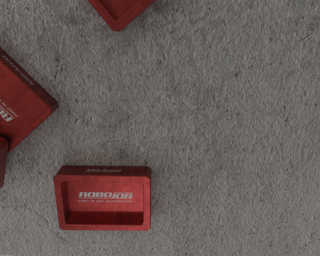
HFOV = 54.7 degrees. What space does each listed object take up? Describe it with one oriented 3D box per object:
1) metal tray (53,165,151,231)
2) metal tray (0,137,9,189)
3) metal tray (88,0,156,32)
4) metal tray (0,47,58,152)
[{"bbox_3d":[-0.078,0.101,0.443,0.131,0.030,0.089,1,110,-1],"label":"metal tray"},{"bbox_3d":[-0.267,0.031,0.397,0.131,0.030,0.089,23,123,-2],"label":"metal tray"},{"bbox_3d":[-0.027,-0.182,0.339,0.130,0.030,0.090,-37,106,12],"label":"metal tray"},{"bbox_3d":[-0.208,-0.043,0.389,0.090,0.030,0.130,-40,106,13],"label":"metal tray"}]
